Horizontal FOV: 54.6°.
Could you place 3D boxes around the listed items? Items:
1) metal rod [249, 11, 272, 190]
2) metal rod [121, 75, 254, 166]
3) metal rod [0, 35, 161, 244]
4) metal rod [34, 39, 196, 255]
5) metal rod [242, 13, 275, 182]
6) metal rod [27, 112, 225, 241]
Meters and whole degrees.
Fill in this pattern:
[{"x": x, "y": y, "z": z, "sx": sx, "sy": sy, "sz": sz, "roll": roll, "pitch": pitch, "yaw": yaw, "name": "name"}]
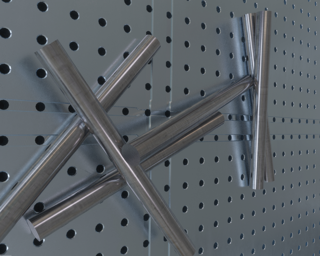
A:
[{"x": 0.171, "y": -0.042, "z": 0.530, "sx": 0.025, "sy": 0.025, "sz": 0.298, "roll": -7, "pitch": 101, "yaw": -40, "name": "metal rod"}, {"x": 0.060, "y": -0.026, "z": 0.423, "sx": 0.302, "sy": 0.025, "sz": 0.025, "roll": -31, "pitch": 110, "yaw": -47, "name": "metal rod"}, {"x": -0.088, "y": 0.001, "z": 0.334, "sx": 0.025, "sy": 0.025, "sz": 0.301, "roll": 50, "pitch": 61, "yaw": -28, "name": "metal rod"}, {"x": -0.035, "y": 0.043, "z": 0.344, "sx": 0.025, "sy": 0.025, "sz": 0.299, "roll": -45, "pitch": 117, "yaw": -30, "name": "metal rod"}, {"x": 0.177, "y": -0.050, "z": 0.555, "sx": 0.025, "sy": 0.025, "sz": 0.298, "roll": -15, "pitch": 100, "yaw": -39, "name": "metal rod"}, {"x": -0.017, "y": 0.043, "z": 0.393, "sx": 0.302, "sy": 0.025, "sz": 0.025, "roll": -28, "pitch": 108, "yaw": -36, "name": "metal rod"}]
